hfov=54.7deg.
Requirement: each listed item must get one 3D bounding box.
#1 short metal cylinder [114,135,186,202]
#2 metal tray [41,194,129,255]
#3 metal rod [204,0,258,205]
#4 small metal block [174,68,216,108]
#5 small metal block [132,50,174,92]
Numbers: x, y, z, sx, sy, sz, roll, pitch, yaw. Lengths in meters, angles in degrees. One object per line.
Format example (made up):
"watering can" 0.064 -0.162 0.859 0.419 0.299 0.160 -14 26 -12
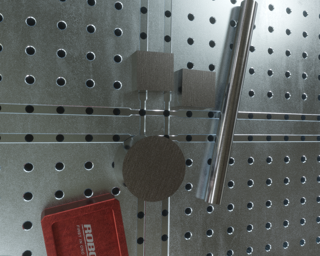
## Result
"short metal cylinder" -0.014 0.049 0.395 0.081 0.050 0.079 0 90 -21
"metal tray" -0.087 0.155 0.378 0.091 0.030 0.129 -11 94 -20
"metal rod" 0.104 -0.040 0.452 0.025 0.025 0.298 13 86 -20
"small metal block" 0.049 -0.054 0.432 0.050 0.025 0.050 2 89 -21
"small metal block" -0.010 -0.073 0.410 0.050 0.025 0.050 0 90 -21
